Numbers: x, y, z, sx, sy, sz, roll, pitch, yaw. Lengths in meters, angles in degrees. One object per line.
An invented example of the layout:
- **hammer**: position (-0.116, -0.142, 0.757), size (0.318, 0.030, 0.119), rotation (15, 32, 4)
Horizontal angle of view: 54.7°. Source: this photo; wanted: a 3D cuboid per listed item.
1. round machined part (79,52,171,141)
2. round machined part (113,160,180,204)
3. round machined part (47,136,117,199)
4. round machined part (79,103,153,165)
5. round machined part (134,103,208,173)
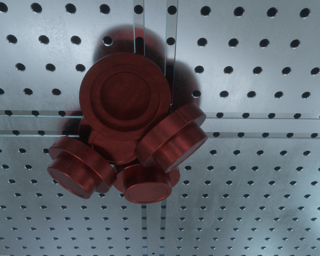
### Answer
- **round machined part**: position (-0.039, -0.038, 0.353), size (0.099, 0.042, 0.097), rotation (-2, 109, -5)
- **round machined part**: position (-0.019, 0.077, 0.450), size (0.099, 0.042, 0.097), rotation (-5, 142, -4)
- **round machined part**: position (-0.111, 0.059, 0.418), size (0.098, 0.042, 0.097), rotation (24, 148, 17)
- **round machined part**: position (-0.057, 0.011, 0.407), size (0.099, 0.042, 0.097), rotation (-1, 130, 0)
- **round machined part**: position (0.020, 0.017, 0.377), size (0.042, 0.099, 0.097), rotation (50, 123, 13)
